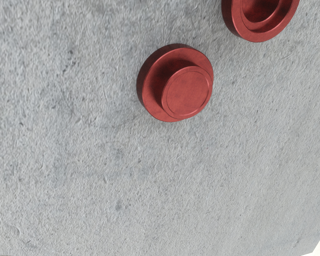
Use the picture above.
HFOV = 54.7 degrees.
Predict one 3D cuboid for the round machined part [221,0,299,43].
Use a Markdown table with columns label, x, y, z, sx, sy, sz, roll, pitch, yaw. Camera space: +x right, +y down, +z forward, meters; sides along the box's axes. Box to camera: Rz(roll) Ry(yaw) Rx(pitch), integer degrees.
| label | x | y | z | sx | sy | sz | roll | pitch | yaw |
| --- | --- | --- | --- | --- | --- | --- | --- | --- | --- |
| round machined part | 0.112 | -0.154 | 0.362 | 0.099 | 0.042 | 0.097 | -14 | 124 | -21 |

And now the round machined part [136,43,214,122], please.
| label | x | y | z | sx | sy | sz | roll | pitch | yaw |
| --- | --- | --- | --- | --- | --- | --- | --- | --- | --- |
| round machined part | 0.025 | -0.050 | 0.378 | 0.099 | 0.042 | 0.097 | -14 | 124 | -21 |
